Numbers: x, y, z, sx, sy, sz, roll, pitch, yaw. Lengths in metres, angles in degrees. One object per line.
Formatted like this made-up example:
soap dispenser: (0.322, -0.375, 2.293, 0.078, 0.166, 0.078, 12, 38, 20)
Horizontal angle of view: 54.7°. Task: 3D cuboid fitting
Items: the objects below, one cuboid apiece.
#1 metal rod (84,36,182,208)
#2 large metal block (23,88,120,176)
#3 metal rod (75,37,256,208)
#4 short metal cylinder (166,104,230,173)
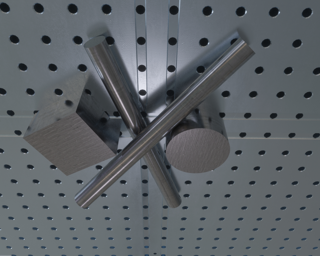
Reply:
metal rod: (-0.023, 0.015, 0.424, 0.025, 0.025, 0.299, -14, 129, 12)
large metal block: (-0.110, 0.007, 0.401, 0.080, 0.050, 0.080, -23, 127, 18)
metal rod: (-0.007, 0.006, 0.387, 0.025, 0.025, 0.299, 36, 112, -27)
short metal cylinder: (0.048, 0.014, 0.408, 0.081, 0.050, 0.079, 0, 130, 0)
